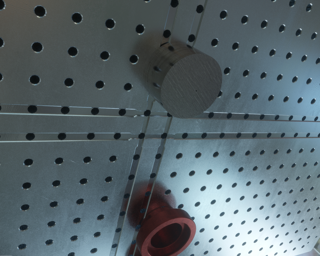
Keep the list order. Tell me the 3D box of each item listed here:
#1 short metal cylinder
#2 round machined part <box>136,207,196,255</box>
[{"bbox_3d":[0.027,-0.058,0.374,0.081,0.050,0.079,-14,125,-21],"label":"short metal cylinder"},{"bbox_3d":[0.007,0.169,0.509,0.099,0.042,0.097,-14,124,-21],"label":"round machined part"}]
